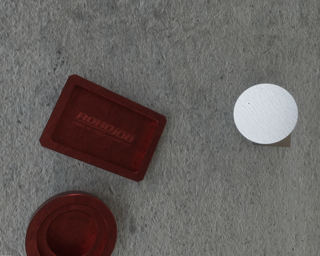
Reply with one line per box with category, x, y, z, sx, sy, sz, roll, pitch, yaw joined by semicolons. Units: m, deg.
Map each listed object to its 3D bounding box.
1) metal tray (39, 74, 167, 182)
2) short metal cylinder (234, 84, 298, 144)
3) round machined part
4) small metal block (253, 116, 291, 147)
metal tray;-0.067;0.002;0.382;0.131;0.030;0.090;24;82;-19
short metal cylinder;0.144;-0.018;0.431;0.080;0.050;0.080;0;88;14
round machined part;-0.103;0.122;0.363;0.099;0.042;0.097;0;90;-21
small metal block;0.172;0.003;0.475;0.050;0.025;0.050;4;89;-21
